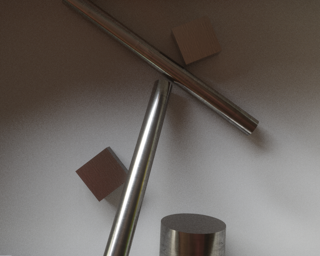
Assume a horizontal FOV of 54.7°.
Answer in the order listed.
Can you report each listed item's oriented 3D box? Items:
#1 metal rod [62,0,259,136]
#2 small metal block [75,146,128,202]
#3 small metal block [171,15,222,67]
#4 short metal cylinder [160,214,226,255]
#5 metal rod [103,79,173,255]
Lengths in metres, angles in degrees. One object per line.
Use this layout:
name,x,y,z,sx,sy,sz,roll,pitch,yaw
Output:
metal rod,0.001,-0.087,0.411,0.301,0.025,0.025,36,90,-1
small metal block,-0.074,0.060,0.411,0.050,0.025,0.050,-38,90,0
small metal block,0.048,-0.114,0.412,0.050,0.025,0.050,-22,90,-1
short metal cylinder,0.040,0.142,0.385,0.081,0.080,0.050,3,90,-1
metal rod,-0.029,0.072,0.346,0.025,0.025,0.300,15,63,0
